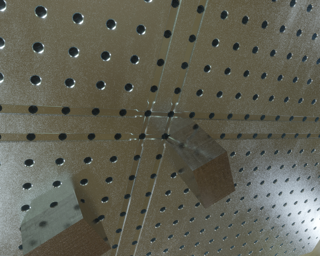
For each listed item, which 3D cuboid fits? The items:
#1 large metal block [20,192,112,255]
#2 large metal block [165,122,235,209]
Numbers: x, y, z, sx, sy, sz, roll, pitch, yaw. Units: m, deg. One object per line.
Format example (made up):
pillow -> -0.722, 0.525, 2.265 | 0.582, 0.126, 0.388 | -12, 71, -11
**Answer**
large metal block -> -0.125, 0.147, 0.417 | 0.080, 0.050, 0.080 | -31, 129, -8
large metal block -> 0.056, 0.051, 0.437 | 0.050, 0.080, 0.080 | -29, 128, -10
